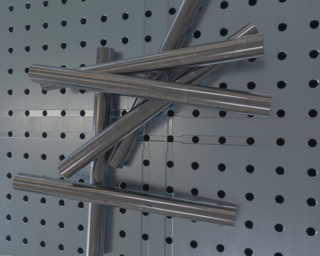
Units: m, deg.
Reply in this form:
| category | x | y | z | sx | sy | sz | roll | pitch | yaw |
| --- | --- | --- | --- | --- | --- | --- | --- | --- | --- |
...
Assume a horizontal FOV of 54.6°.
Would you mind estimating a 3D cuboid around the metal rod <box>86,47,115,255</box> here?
| category | x | y | z | sx | sy | sz | roll | pitch | yaw |
| --- | --- | --- | --- | --- | --- | --- | --- | --- | --- |
| metal rod | -0.085 | 0.037 | 0.443 | 0.025 | 0.025 | 0.298 | 4 | 91 | 20 |

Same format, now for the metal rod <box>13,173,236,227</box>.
| category | x | y | z | sx | sy | sz | roll | pitch | yaw |
| --- | --- | --- | --- | --- | --- | --- | --- | --- | --- |
| metal rod | -0.054 | 0.093 | 0.410 | 0.301 | 0.025 | 0.025 | 7 | 92 | 11 |

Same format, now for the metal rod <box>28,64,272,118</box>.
| category | x | y | z | sx | sy | sz | roll | pitch | yaw |
| --- | --- | --- | --- | --- | --- | --- | --- | --- | --- |
| metal rod | -0.025 | -0.048 | 0.373 | 0.301 | 0.025 | 0.025 | 10 | 94 | 16 |

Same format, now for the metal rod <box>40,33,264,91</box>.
| category | x | y | z | sx | sy | sz | roll | pitch | yaw |
| --- | --- | --- | --- | --- | --- | --- | --- | --- | --- |
| metal rod | -0.027 | -0.078 | 0.391 | 0.300 | 0.025 | 0.025 | -5 | 88 | 23 |

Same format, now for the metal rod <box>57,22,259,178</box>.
| category | x | y | z | sx | sy | sz | roll | pitch | yaw |
| --- | --- | --- | --- | --- | --- | --- | --- | --- | --- |
| metal rod | -0.007 | -0.030 | 0.393 | 0.300 | 0.025 | 0.025 | -36 | 79 | 8 |

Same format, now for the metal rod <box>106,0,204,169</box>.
| category | x | y | z | sx | sy | sz | roll | pitch | yaw |
| --- | --- | --- | --- | --- | --- | --- | --- | --- | --- |
| metal rod | 0.002 | -0.081 | 0.412 | 0.025 | 0.025 | 0.299 | 29 | 99 | 17 |
